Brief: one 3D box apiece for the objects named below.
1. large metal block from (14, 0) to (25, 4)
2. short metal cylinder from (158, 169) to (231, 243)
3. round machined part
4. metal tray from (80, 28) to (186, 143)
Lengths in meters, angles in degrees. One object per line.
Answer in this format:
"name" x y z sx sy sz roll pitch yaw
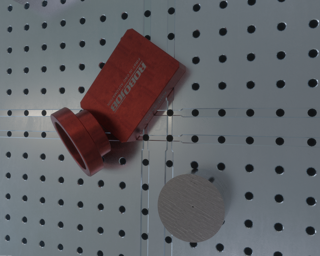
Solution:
"large metal block" -0.219 -0.243 0.461 0.080 0.080 0.050 -27 81 18
"short metal cylinder" 0.044 0.093 0.384 0.080 0.050 0.079 0 90 20
"round machined part" -0.103 0.014 0.421 0.042 0.098 0.098 -33 77 -23
"metal tray" -0.039 -0.056 0.424 0.090 0.030 0.129 39 102 15
